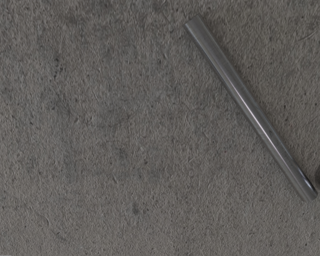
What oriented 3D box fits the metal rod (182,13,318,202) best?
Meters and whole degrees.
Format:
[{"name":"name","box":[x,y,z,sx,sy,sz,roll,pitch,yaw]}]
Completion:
[{"name":"metal rod","box":[0.126,-0.015,0.405,0.025,0.025,0.300,-35,107,12]}]

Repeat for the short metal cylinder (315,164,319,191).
[{"name":"short metal cylinder","box":[0.266,0.076,0.427,0.081,0.050,0.079,0,110,0]}]
